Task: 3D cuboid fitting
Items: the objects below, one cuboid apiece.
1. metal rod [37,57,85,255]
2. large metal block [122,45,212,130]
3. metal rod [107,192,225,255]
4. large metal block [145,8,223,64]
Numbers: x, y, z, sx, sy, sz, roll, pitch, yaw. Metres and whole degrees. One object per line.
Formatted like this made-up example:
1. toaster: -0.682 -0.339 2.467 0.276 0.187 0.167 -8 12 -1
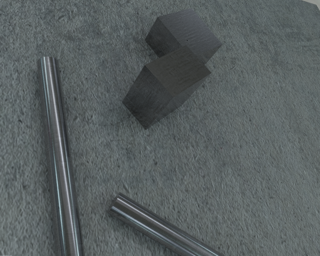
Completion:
1. metal rod: -0.101 0.053 0.317 0.025 0.025 0.299 -1 62 -29
2. large metal block: 0.008 -0.053 0.406 0.050 0.080 0.081 50 51 6
3. metal rod: 0.076 0.160 0.348 0.301 0.025 0.025 33 51 -7
4. large metal block: 0.038 -0.137 0.493 0.081 0.050 0.080 -30 79 -38
